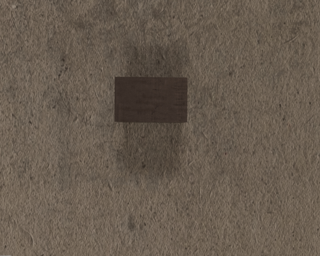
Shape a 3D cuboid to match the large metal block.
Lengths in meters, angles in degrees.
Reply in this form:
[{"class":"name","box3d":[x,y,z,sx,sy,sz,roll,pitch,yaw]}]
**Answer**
[{"class":"large metal block","box3d":[-0.010,-0.032,0.382,0.081,0.080,0.050,0,90,-1]}]
